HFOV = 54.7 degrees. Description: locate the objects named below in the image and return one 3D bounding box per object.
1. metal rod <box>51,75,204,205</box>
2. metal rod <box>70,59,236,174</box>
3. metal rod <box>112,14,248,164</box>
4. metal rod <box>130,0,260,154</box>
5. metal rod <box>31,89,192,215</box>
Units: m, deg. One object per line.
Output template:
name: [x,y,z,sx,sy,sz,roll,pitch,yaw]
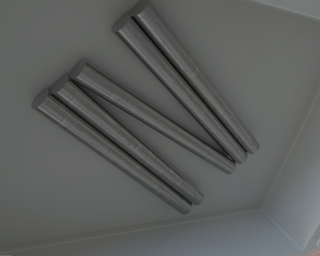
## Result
metal rod: [-0.021,0.035,0.417,0.025,0.025,0.300,-44,129,2]
metal rod: [0.014,0.002,0.416,0.301,0.025,0.025,32,100,-38]
metal rod: [0.046,-0.030,0.413,0.025,0.025,0.300,-45,129,3]
metal rod: [0.065,-0.046,0.414,0.025,0.025,0.300,-45,129,3]
metal rod: [-0.041,0.051,0.416,0.025,0.025,0.300,-44,129,2]
